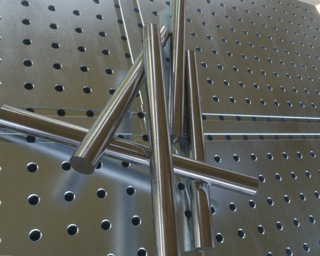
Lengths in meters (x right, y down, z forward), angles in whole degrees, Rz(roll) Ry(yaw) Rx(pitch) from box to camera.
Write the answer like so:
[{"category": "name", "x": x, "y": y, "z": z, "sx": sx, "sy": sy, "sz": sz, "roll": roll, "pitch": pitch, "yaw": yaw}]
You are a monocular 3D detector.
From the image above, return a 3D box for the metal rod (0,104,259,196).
[{"category": "metal rod", "x": -0.026, "y": 0.030, "z": 0.356, "sx": 0.302, "sy": 0.025, "sz": 0.025, "roll": 17, "pitch": 55, "yaw": -11}]

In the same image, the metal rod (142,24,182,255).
[{"category": "metal rod", "x": -0.002, "y": -0.008, "z": 0.357, "sx": 0.025, "sy": 0.025, "sz": 0.299, "roll": 10, "pitch": 56, "yaw": -23}]

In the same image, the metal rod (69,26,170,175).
[{"category": "metal rod", "x": -0.034, "y": -0.060, "z": 0.399, "sx": 0.025, "sy": 0.025, "sz": 0.301, "roll": 31, "pitch": 43, "yaw": -9}]

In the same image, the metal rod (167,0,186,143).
[{"category": "metal rod", "x": 0.027, "y": -0.115, "z": 0.485, "sx": 0.025, "sy": 0.025, "sz": 0.299, "roll": 16, "pitch": 58, "yaw": -20}]

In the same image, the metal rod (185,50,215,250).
[{"category": "metal rod", "x": 0.049, "y": 0.009, "z": 0.430, "sx": 0.025, "sy": 0.025, "sz": 0.299, "roll": 13, "pitch": 56, "yaw": -22}]
